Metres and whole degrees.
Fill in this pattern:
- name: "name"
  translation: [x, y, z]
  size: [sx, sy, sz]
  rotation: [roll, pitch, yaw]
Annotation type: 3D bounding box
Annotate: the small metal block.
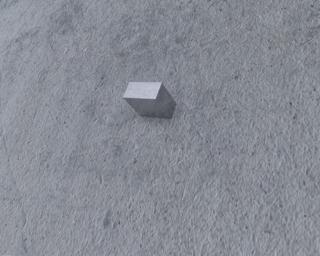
- name: "small metal block"
  translation: [-0.013, -0.037, 0.417]
  size: [0.050, 0.050, 0.025]
  rotation: [6, 65, 30]
